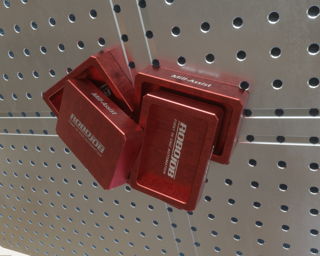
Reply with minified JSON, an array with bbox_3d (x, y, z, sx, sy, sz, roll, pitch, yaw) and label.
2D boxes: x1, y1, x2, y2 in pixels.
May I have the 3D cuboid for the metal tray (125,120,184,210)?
[{"bbox_3d":[-0.010,0.053,0.446,0.130,0.030,0.089,24,127,14],"label":"metal tray"}]

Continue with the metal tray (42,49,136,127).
[{"bbox_3d":[-0.097,-0.039,0.435,0.130,0.030,0.090,-24,105,37],"label":"metal tray"}]

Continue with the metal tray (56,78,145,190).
[{"bbox_3d":[-0.084,0.005,0.403,0.130,0.030,0.089,41,125,29],"label":"metal tray"}]

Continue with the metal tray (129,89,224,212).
[{"bbox_3d":[0.017,0.028,0.376,0.090,0.030,0.129,18,114,18],"label":"metal tray"}]

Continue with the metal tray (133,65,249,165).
[{"bbox_3d":[0.032,-0.017,0.380,0.130,0.030,0.089,18,125,18],"label":"metal tray"}]
